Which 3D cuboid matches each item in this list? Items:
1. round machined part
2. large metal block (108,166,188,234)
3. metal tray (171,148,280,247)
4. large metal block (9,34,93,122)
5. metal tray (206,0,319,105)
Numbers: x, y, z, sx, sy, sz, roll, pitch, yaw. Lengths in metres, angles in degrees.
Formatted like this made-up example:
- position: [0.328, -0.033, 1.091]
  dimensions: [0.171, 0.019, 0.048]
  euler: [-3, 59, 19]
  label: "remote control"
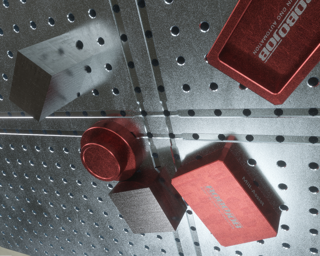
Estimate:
- position: [-0.080, 0.042, 0.468]
  dimensions: [0.098, 0.042, 0.097]
  euler: [13, 124, 20]
  label: "round machined part"
- position: [-0.018, 0.112, 0.474]
  dimensions: [0.080, 0.050, 0.080]
  euler: [-17, 110, 35]
  label: "large metal block"
- position: [0.088, 0.098, 0.422]
  dimensions: [0.090, 0.030, 0.130]
  euler: [-31, 102, 38]
  label: "metal tray"
- position: [-0.144, -0.067, 0.410]
  dimensions: [0.050, 0.080, 0.080]
  euler: [37, 129, 4]
  label: "large metal block"
- position: [0.114, -0.096, 0.288]
  dimensions: [0.090, 0.030, 0.129]
  euler: [34, 129, 6]
  label: "metal tray"
